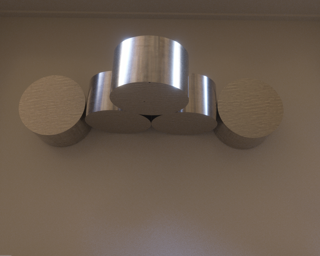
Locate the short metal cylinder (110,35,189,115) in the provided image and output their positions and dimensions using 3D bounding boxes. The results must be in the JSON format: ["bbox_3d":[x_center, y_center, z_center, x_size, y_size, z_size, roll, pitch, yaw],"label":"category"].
[{"bbox_3d":[-0.010,-0.051,0.324,0.080,0.080,0.050,2,70,0],"label":"short metal cylinder"}]

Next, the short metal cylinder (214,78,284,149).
[{"bbox_3d":[0.111,-0.017,0.402,0.081,0.050,0.080,0,70,0],"label":"short metal cylinder"}]

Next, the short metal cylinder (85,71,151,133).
[{"bbox_3d":[-0.050,-0.030,0.389,0.080,0.080,0.050,2,70,0],"label":"short metal cylinder"}]

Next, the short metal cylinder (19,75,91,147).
[{"bbox_3d":[-0.131,-0.021,0.401,0.081,0.050,0.080,0,70,0],"label":"short metal cylinder"}]

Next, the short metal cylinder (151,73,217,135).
[{"bbox_3d":[0.030,-0.027,0.388,0.080,0.080,0.050,2,70,0],"label":"short metal cylinder"}]
